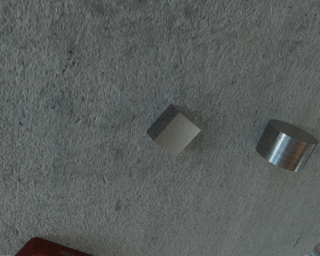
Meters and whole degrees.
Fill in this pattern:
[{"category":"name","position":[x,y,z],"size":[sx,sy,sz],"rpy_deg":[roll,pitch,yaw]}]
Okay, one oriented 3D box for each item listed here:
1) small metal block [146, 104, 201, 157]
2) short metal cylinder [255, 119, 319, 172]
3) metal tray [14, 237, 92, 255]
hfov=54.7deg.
[{"category":"small metal block","position":[0.019,0.004,0.420],"size":[0.050,0.025,0.050],"rpy_deg":[-48,129,6]},{"category":"short metal cylinder","position":[0.203,0.027,0.499],"size":[0.081,0.080,0.050],"rpy_deg":[6,116,-31]},{"category":"metal tray","position":[-0.158,0.217,0.451],"size":[0.090,0.030,0.130],"rpy_deg":[-46,129,4]}]
